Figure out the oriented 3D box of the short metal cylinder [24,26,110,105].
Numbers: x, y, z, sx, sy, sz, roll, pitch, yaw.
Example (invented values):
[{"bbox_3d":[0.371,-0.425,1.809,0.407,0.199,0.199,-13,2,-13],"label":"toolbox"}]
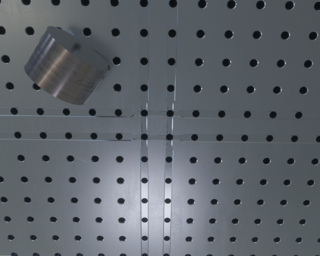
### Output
[{"bbox_3d":[-0.105,-0.071,0.357,0.080,0.080,0.050,36,106,-12],"label":"short metal cylinder"}]
